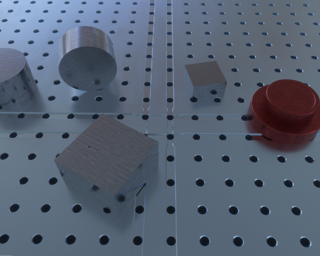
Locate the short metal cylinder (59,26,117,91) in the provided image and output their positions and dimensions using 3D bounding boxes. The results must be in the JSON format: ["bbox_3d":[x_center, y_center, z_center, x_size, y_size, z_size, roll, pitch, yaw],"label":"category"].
[{"bbox_3d":[-0.107,-0.101,0.456,0.081,0.080,0.050,-9,51,-8],"label":"short metal cylinder"}]

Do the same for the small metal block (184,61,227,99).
[{"bbox_3d":[0.067,-0.073,0.470,0.050,0.025,0.050,-9,51,-8],"label":"small metal block"}]

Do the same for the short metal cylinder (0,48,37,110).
[{"bbox_3d":[-0.228,-0.072,0.450,0.081,0.050,0.080,0,50,0],"label":"short metal cylinder"}]

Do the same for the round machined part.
[{"bbox_3d":[0.175,-0.029,0.422,0.099,0.042,0.098,0,50,0],"label":"round machined part"}]

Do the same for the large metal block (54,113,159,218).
[{"bbox_3d":[-0.057,0.040,0.357,0.080,0.050,0.080,26,55,20],"label":"large metal block"}]
